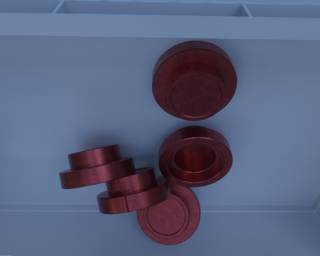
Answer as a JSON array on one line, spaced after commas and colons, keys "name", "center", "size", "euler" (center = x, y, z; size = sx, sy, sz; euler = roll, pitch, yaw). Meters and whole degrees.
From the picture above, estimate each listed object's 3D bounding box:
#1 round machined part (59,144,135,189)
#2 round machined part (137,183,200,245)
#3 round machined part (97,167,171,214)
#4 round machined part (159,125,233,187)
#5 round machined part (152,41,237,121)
[{"name": "round machined part", "center": [-0.085, 0.048, 0.414], "size": [0.098, 0.098, 0.042], "euler": [-12, 89, 10]}, {"name": "round machined part", "center": [0.012, 0.130, 0.472], "size": [0.098, 0.042, 0.097], "euler": [0, 87, 9]}, {"name": "round machined part", "center": [-0.037, 0.081, 0.421], "size": [0.098, 0.098, 0.042], "euler": [-12, 89, 10]}, {"name": "round machined part", "center": [0.047, 0.035, 0.429], "size": [0.099, 0.042, 0.097], "euler": [-1, 130, 0]}, {"name": "round machined part", "center": [0.040, -0.047, 0.359], "size": [0.099, 0.042, 0.097], "euler": [-1, 130, 0]}]
